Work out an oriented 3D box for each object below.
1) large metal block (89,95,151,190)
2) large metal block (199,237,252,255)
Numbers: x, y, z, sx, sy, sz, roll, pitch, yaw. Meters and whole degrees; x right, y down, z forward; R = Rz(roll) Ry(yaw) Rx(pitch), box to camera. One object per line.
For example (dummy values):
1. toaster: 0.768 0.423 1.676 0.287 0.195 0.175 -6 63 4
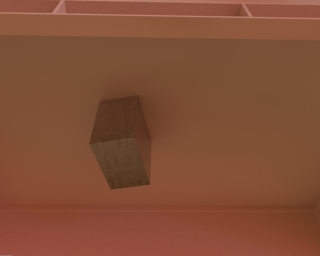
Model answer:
1. large metal block: -0.044 0.018 0.387 0.050 0.080 0.080 -9 130 7
2. large metal block: 0.138 0.276 0.632 0.080 0.050 0.080 -30 124 23
